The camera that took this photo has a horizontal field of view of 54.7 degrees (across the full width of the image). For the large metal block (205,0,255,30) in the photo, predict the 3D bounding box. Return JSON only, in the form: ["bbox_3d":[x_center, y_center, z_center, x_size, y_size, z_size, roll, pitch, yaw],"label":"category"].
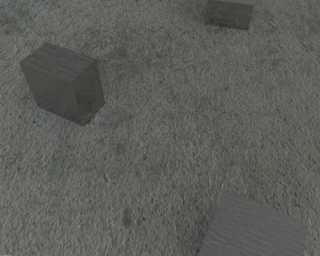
[{"bbox_3d":[0.133,-0.233,0.584,0.080,0.050,0.080,11,51,9],"label":"large metal block"}]

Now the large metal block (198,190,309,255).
[{"bbox_3d":[0.082,0.117,0.289,0.080,0.050,0.080,21,53,16],"label":"large metal block"}]

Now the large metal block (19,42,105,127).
[{"bbox_3d":[-0.127,-0.058,0.415,0.080,0.080,0.050,22,54,17],"label":"large metal block"}]
